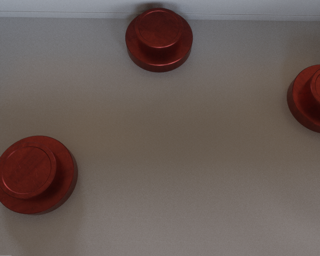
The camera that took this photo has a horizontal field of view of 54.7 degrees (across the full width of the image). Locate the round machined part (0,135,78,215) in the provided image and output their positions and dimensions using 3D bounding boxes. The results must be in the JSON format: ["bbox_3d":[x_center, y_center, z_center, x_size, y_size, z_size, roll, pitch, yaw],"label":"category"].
[{"bbox_3d":[-0.155,0.055,0.379,0.099,0.042,0.098,0,70,0],"label":"round machined part"}]

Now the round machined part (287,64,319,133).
[{"bbox_3d":[0.229,-0.045,0.418,0.099,0.042,0.098,0,70,0],"label":"round machined part"}]

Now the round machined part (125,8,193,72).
[{"bbox_3d":[-0.001,-0.134,0.449,0.099,0.042,0.098,0,70,0],"label":"round machined part"}]
